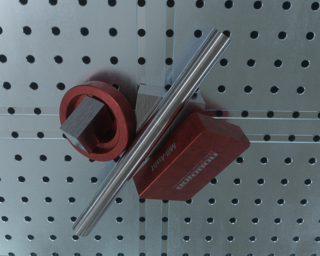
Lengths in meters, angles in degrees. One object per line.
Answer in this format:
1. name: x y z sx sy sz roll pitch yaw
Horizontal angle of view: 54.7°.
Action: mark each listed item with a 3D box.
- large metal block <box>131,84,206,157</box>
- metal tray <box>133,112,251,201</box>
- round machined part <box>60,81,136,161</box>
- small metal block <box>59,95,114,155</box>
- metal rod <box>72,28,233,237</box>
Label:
1. large metal block: 0.007 -0.006 0.397 0.081 0.050 0.079 8 110 -4
2. metal tray: 0.038 0.043 0.391 0.091 0.030 0.129 15 128 -39
3. round machined part: -0.072 -0.011 0.385 0.098 0.042 0.097 10 115 23
4. small metal block: -0.085 -0.003 0.368 0.025 0.050 0.050 29 70 16
5. metal rod: -0.019 0.018 0.366 0.025 0.025 0.299 33 106 -12
